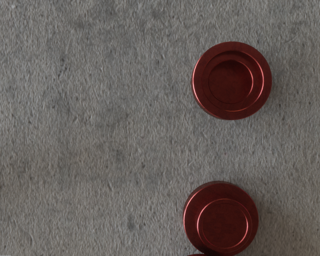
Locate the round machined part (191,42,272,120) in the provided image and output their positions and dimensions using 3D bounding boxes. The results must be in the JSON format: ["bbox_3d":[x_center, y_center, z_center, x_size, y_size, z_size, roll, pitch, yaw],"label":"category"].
[{"bbox_3d":[0.089,-0.058,0.403,0.099,0.042,0.097,0,90,-1],"label":"round machined part"}]

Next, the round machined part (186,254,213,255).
[{"bbox_3d":[0.052,0.205,0.396,0.099,0.042,0.097,1,101,3],"label":"round machined part"}]

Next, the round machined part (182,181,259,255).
[{"bbox_3d":[0.080,0.121,0.403,0.099,0.042,0.097,0,90,-1],"label":"round machined part"}]
